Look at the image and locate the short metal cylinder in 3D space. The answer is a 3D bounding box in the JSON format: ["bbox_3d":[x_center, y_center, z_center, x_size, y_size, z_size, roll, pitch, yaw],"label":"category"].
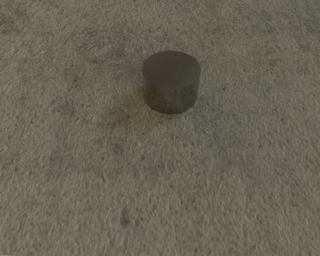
[{"bbox_3d":[0.016,-0.066,0.442,0.081,0.050,0.080,0,50,0],"label":"short metal cylinder"}]
